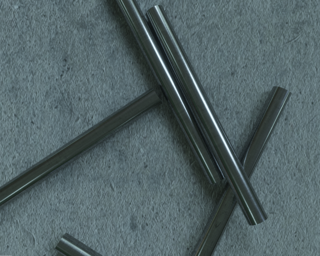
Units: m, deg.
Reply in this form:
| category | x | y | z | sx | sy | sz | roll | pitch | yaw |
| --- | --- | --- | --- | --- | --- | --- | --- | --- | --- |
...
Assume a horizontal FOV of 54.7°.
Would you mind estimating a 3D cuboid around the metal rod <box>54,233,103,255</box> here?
| category | x | y | z | sx | sy | sz | roll | pitch | yaw |
| --- | --- | --- | --- | --- | --- | --- | --- | --- | --- |
| metal rod | -0.005 | 0.230 | 0.409 | 0.301 | 0.025 | 0.025 | 33 | 90 | 0 |

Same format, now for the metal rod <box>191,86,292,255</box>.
| category | x | y | z | sx | sy | sz | roll | pitch | yaw |
| --- | --- | --- | --- | --- | --- | --- | --- | --- | --- |
| metal rod | 0.097 | 0.085 | 0.410 | 0.025 | 0.025 | 0.299 | 26 | 90 | 0 |

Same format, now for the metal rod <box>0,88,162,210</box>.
| category | x | y | z | sx | sy | sz | roll | pitch | yaw |
| --- | --- | --- | --- | --- | --- | --- | --- | --- | --- |
| metal rod | -0.130 | 0.039 | 0.408 | 0.301 | 0.025 | 0.025 | -33 | 90 | 0 |

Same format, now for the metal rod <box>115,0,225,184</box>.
| category | x | y | z | sx | sy | sz | roll | pitch | yaw |
| --- | --- | --- | --- | --- | --- | --- | --- | --- | --- |
| metal rod | 0.008 | -0.065 | 0.409 | 0.025 | 0.025 | 0.299 | -27 | 90 | 0 |

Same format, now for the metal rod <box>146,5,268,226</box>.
| category | x | y | z | sx | sy | sz | roll | pitch | yaw |
| --- | --- | --- | --- | --- | --- | --- | --- | --- | --- |
| metal rod | 0.056 | -0.021 | 0.394 | 0.025 | 0.025 | 0.299 | -25 | 84 | 0 |
